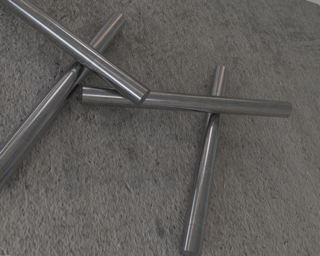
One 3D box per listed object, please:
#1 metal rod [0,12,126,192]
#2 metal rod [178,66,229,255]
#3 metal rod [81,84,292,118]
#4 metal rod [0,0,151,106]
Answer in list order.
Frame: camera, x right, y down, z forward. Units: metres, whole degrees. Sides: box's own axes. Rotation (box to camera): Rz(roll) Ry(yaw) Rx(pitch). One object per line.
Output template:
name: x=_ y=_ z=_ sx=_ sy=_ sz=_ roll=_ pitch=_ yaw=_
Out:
metal rod: x=-0.111 y=-0.056 z=0.377 sx=0.025 sy=0.025 sz=0.301 roll=31 pitch=52 yaw=-9
metal rod: x=0.067 y=0.022 z=0.426 sx=0.025 sy=0.025 sz=0.300 roll=26 pitch=53 yaw=-12
metal rod: x=0.049 y=-0.034 z=0.424 sx=0.302 sy=0.025 sz=0.025 roll=3 pitch=60 yaw=-18
metal rod: x=-0.138 y=-0.125 z=0.381 sx=0.300 sy=0.025 sz=0.025 roll=37 pitch=51 yaw=6
